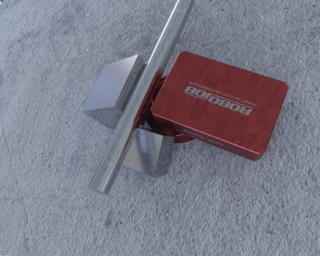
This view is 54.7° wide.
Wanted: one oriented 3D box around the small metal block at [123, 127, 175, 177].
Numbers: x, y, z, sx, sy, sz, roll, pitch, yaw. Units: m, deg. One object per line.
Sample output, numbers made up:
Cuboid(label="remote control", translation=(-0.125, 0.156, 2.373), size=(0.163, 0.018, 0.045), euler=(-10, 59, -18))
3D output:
Cuboid(label="small metal block", translation=(-0.014, 0.028, 0.383), size=(0.050, 0.025, 0.050), euler=(17, 96, 35))

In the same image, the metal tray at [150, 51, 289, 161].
Cuboid(label="metal tray", translation=(0.067, -0.028, 0.356), size=(0.130, 0.030, 0.090), euler=(21, 73, 14))

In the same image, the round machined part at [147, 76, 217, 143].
Cuboid(label="round machined part", translation=(0.024, -0.033, 0.402), size=(0.098, 0.042, 0.098), euler=(-13, 56, 21))

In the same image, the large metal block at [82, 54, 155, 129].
Cuboid(label="large metal block", translation=(-0.052, -0.047, 0.432), size=(0.080, 0.050, 0.080), euler=(-3, 58, 47))

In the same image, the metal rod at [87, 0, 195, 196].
Cuboid(label="metal rod", translation=(-0.015, -0.059, 0.395), size=(0.025, 0.025, 0.300), euler=(8, 63, 31))
